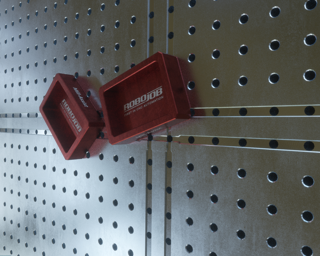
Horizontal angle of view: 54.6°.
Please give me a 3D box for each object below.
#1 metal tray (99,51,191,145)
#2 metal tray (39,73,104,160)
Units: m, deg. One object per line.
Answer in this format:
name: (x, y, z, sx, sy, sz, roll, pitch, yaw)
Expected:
metal tray: (-0.026, -0.036, 0.428, 0.130, 0.030, 0.090, -22, 76, 38)
metal tray: (-0.157, -0.020, 0.537, 0.090, 0.030, 0.130, -52, 60, 27)
